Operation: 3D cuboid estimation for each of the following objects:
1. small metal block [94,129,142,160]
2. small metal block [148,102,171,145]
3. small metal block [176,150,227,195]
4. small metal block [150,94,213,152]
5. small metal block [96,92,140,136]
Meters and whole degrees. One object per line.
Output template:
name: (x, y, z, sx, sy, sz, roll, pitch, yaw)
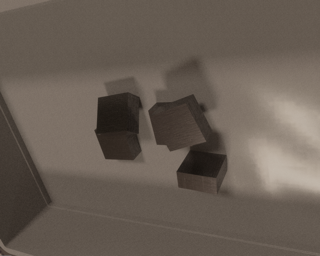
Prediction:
small metal block: (-0.060, 0.018, 0.450, 0.050, 0.025, 0.050, -1, 118, 28)
small metal block: (0.018, -0.005, 0.395, 0.050, 0.025, 0.050, 1, 119, 27)
small metal block: (0.055, 0.055, 0.397, 0.050, 0.050, 0.025, 6, 121, 25)
small metal block: (0.025, -0.005, 0.359, 0.050, 0.025, 0.050, -19, 109, 34)
small metal block: (-0.055, -0.017, 0.409, 0.050, 0.025, 0.050, -6, 77, 30)
